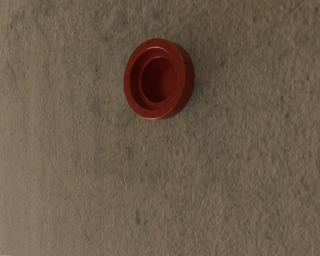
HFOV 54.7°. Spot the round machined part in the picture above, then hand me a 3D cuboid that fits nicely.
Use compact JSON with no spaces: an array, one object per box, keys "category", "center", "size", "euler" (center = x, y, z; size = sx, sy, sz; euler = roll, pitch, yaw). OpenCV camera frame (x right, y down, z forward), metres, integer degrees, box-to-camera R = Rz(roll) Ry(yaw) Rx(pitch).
[{"category":"round machined part","center":[0.003,-0.059,0.389],"size":[0.098,0.042,0.097],"euler":[0,90,39]}]
